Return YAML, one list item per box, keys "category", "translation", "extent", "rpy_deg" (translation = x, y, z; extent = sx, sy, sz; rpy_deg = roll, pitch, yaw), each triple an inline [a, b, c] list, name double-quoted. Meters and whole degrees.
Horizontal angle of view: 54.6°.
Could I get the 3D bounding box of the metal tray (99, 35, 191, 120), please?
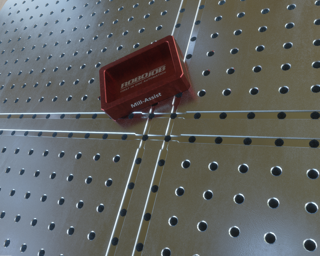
- category: "metal tray"
  translation: [-0.027, -0.076, 0.466]
  extent: [0.130, 0.030, 0.090]
  rpy_deg: [-21, 54, 15]
